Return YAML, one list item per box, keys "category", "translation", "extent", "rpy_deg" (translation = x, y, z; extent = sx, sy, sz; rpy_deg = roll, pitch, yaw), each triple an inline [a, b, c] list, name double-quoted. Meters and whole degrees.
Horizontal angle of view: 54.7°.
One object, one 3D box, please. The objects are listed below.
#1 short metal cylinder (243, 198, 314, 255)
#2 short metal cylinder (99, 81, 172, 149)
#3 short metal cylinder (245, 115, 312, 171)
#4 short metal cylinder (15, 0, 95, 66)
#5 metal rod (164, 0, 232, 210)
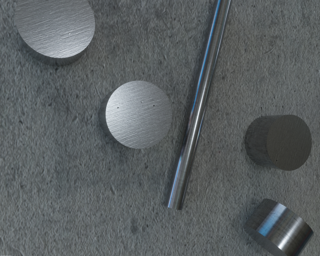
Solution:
- category: "short metal cylinder"
  translation: [0.167, 0.147, 0.442]
  extent: [0.080, 0.080, 0.050]
  rpy_deg: [47, 76, -14]
- category: "short metal cylinder"
  translation: [-0.032, -0.016, 0.384]
  extent: [0.081, 0.050, 0.080]
  rpy_deg: [0, 90, -20]
- category: "short metal cylinder"
  translation: [0.175, 0.021, 0.461]
  extent: [0.081, 0.050, 0.080]
  rpy_deg: [0, 90, -20]
- category: "short metal cylinder"
  translation: [-0.118, -0.114, 0.352]
  extent: [0.081, 0.050, 0.080]
  rpy_deg: [0, 90, -20]
- category: "metal rod"
  translation: [0.054, -0.038, 0.429]
  extent: [0.025, 0.025, 0.299]
  rpy_deg: [16, 85, -20]
